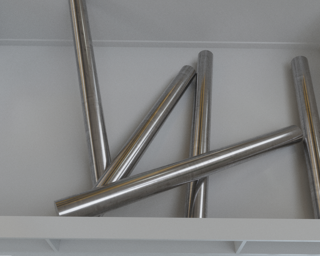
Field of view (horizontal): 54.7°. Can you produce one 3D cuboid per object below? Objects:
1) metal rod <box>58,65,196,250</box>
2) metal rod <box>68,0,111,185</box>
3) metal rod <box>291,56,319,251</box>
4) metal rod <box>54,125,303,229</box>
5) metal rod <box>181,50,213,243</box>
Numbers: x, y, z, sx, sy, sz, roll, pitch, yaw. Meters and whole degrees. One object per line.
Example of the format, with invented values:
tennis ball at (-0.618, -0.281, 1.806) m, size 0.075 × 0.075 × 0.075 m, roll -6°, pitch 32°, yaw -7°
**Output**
metal rod at (-0.019, 0.008, 0.379) m, size 0.025 × 0.025 × 0.301 m, roll 20°, pitch 47°, yaw 15°
metal rod at (-0.094, -0.065, 0.403) m, size 0.025 × 0.025 × 0.299 m, roll -10°, pitch 68°, yaw -8°
metal rod at (0.196, 0.007, 0.401) m, size 0.025 × 0.025 × 0.300 m, roll 8°, pitch 50°, yaw 6°
metal rod at (0.043, 0.041, 0.334) m, size 0.303 × 0.025 × 0.025 m, roll -14°, pitch 51°, yaw -26°
metal rod at (0.054, -0.003, 0.407) m, size 0.025 × 0.025 × 0.300 m, roll 6°, pitch 50°, yaw 5°
